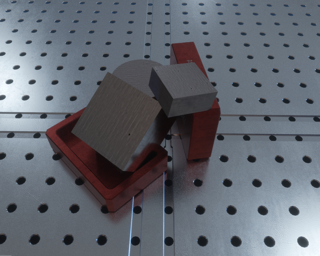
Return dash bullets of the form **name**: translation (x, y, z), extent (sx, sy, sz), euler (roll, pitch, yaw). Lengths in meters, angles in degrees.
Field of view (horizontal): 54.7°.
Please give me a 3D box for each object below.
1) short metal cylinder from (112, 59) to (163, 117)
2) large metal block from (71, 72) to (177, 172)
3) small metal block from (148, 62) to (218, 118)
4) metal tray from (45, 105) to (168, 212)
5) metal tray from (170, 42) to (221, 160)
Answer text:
- **short metal cylinder**: translation (-0.026, -0.051, 0.434), extent (0.081, 0.050, 0.080), euler (0, 50, 0)
- **large metal block**: translation (-0.039, -0.005, 0.355), extent (0.080, 0.050, 0.080), euler (32, 92, 23)
- **small metal block**: translation (0.023, -0.041, 0.320), extent (0.050, 0.025, 0.050), euler (-11, 51, -24)
- **metal tray**: translation (-0.065, 0.026, 0.380), extent (0.091, 0.030, 0.130), euler (-36, 59, -27)
- **metal tray**: translation (0.039, -0.036, 0.396), extent (0.030, 0.089, 0.130), euler (-7, 51, -6)
